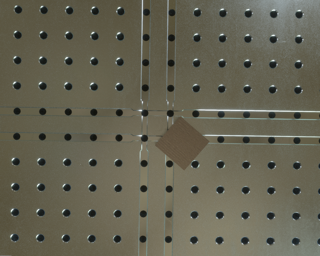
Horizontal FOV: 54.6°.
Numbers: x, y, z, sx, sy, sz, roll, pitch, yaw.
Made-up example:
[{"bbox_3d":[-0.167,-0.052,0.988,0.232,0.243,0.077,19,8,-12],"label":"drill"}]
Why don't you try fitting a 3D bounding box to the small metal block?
[{"bbox_3d":[0.029,0.020,0.414,0.050,0.025,0.050,41,90,0],"label":"small metal block"}]
